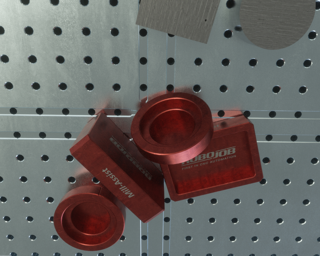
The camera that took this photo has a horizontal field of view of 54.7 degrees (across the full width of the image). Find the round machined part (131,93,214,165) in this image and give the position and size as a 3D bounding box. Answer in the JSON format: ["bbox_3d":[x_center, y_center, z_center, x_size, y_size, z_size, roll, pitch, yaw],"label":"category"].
[{"bbox_3d":[0.017,0.005,0.383,0.098,0.098,0.042,-15,138,5],"label":"round machined part"}]

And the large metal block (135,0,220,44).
[{"bbox_3d":[0.023,-0.146,0.346,0.080,0.050,0.079,14,110,-5],"label":"large metal block"}]

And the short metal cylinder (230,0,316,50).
[{"bbox_3d":[0.125,-0.132,0.352,0.081,0.050,0.079,0,110,0],"label":"short metal cylinder"}]

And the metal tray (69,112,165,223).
[{"bbox_3d":[-0.047,0.048,0.395,0.030,0.090,0.130,-39,106,13],"label":"metal tray"}]

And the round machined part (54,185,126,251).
[{"bbox_3d":[-0.098,0.125,0.449,0.099,0.042,0.097,0,110,0],"label":"round machined part"}]

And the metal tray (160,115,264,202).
[{"bbox_3d":[0.067,0.043,0.426,0.131,0.030,0.089,-15,110,5],"label":"metal tray"}]
